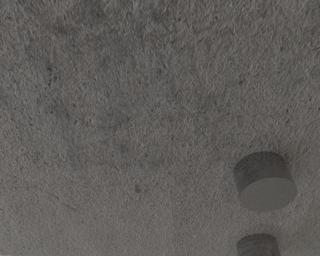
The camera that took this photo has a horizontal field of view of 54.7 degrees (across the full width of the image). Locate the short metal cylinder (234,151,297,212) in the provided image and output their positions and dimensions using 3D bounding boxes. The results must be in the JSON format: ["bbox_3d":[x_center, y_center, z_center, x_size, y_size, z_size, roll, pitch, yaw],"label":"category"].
[{"bbox_3d":[0.154,0.081,0.461,0.081,0.050,0.079,0,130,0],"label":"short metal cylinder"}]

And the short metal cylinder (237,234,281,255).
[{"bbox_3d":[0.195,0.251,0.606,0.081,0.050,0.079,0,130,0],"label":"short metal cylinder"}]
